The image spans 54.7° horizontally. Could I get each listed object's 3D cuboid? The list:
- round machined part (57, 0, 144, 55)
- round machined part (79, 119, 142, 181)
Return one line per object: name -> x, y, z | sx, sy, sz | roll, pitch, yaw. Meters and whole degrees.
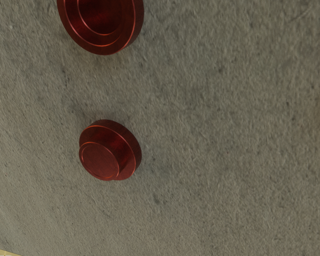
round machined part -> -0.061, -0.134, 0.343 | 0.098, 0.042, 0.097 | 13, 124, 20
round machined part -> -0.080, 0.040, 0.461 | 0.098, 0.042, 0.097 | 13, 124, 20
